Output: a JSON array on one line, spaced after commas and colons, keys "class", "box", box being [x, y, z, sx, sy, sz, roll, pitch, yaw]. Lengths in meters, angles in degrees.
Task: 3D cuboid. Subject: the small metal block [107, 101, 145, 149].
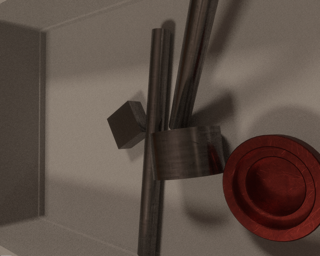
[{"class": "small metal block", "box": [-0.043, -0.004, 0.440, 0.050, 0.025, 0.050, -36, 68, 33]}]

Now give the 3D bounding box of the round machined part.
[{"class": "round machined part", "box": [0.115, 0.055, 0.300, 0.098, 0.042, 0.097, 0, 90, 39]}]

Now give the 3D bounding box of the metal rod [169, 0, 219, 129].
[{"class": "metal rod", "box": [0.038, -0.106, 0.283, 0.025, 0.025, 0.298, 44, 145, 30]}]

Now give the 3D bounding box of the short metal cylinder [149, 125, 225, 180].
[{"class": "short metal cylinder", "box": [0.030, 0.028, 0.345, 0.080, 0.081, 0.050, -11, 83, 39]}]

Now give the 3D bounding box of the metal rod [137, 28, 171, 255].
[{"class": "metal rod", "box": [-0.008, 0.022, 0.411, 0.025, 0.025, 0.298, 6, 94, 39]}]
